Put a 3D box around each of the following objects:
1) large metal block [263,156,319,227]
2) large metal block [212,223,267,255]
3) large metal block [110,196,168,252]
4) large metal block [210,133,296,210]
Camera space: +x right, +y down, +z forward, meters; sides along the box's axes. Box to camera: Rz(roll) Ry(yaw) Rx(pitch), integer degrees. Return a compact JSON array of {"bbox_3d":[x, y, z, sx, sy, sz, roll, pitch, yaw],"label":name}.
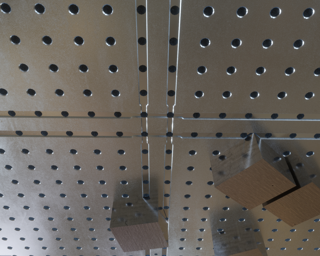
[{"bbox_3d":[0.211,0.101,0.483,0.080,0.050,0.080,36,121,-27],"label":"large metal block"},{"bbox_3d":[0.156,0.236,0.596,0.080,0.050,0.080,-23,127,18],"label":"large metal block"},{"bbox_3d":[-0.033,0.168,0.538,0.080,0.050,0.080,-10,130,8],"label":"large metal block"},{"bbox_3d":[0.133,0.066,0.452,0.080,0.050,0.080,36,122,-26],"label":"large metal block"}]
